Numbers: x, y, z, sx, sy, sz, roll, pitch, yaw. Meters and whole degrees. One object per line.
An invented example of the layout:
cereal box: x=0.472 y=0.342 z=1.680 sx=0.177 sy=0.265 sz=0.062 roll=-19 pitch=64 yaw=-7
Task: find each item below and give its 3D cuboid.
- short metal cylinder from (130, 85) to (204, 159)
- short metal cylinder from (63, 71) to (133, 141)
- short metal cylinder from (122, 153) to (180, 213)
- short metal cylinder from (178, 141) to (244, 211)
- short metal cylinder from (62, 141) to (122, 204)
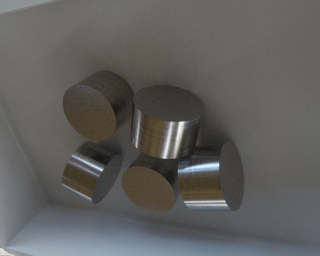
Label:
short metal cylinder: x=0.007 y=-0.009 z=0.362 sx=0.080 sy=0.080 sz=0.050 roll=20 pitch=126 yaw=16
short metal cylinder: x=-0.080 y=-0.030 z=0.412 sx=0.080 sy=0.050 sz=0.079 roll=13 pitch=124 yaw=20
short metal cylinder: x=-0.006 y=0.073 z=0.437 sx=0.080 sy=0.050 sz=0.079 roll=13 pitch=124 yaw=20
short metal cylinder: x=0.063 y=0.059 z=0.373 sx=0.050 sy=0.080 sz=0.080 roll=-9 pitch=114 yaw=32
short metal cylinder: x=-0.099 y=0.066 z=0.461 sx=0.050 sy=0.080 sz=0.079 roll=24 pitch=127 yaw=13
